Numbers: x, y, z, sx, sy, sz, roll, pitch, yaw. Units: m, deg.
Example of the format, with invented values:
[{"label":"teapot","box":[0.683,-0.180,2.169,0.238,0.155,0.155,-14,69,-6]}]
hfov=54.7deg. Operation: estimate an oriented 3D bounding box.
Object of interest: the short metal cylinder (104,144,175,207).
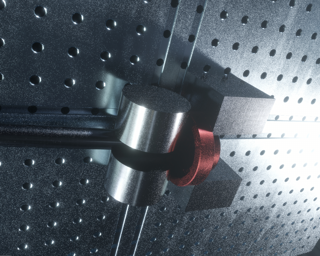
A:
[{"label":"short metal cylinder","box":[-0.027,0.053,0.393,0.081,0.080,0.050,1,118,-29]}]

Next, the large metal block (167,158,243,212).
[{"label":"large metal block","box":[0.057,0.073,0.452,0.081,0.080,0.050,3,117,-30]}]

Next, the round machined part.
[{"label":"round machined part","box":[0.041,0.025,0.401,0.042,0.098,0.097,1,118,-29]}]

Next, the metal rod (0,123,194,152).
[{"label":"metal rod","box":[-0.097,0.011,0.350,0.302,0.025,0.025,4,117,-26]}]

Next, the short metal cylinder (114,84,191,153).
[{"label":"short metal cylinder","box":[-0.009,-0.013,0.362,0.081,0.080,0.050,1,119,-29]}]

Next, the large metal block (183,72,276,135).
[{"label":"large metal block","box":[0.085,-0.033,0.402,0.081,0.080,0.050,0,119,-28]}]
